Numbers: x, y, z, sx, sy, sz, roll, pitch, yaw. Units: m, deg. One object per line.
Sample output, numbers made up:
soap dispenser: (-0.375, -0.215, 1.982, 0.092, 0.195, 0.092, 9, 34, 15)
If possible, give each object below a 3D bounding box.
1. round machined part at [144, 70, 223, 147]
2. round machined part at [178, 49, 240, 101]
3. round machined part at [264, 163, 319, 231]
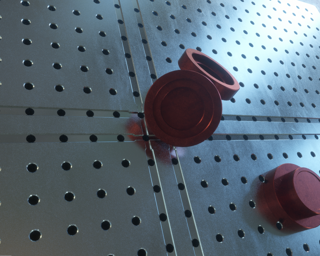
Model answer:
round machined part: (0.029, -0.025, 0.409, 0.099, 0.042, 0.097, 0, 92, -1)
round machined part: (0.067, -0.073, 0.466, 0.098, 0.042, 0.098, 27, 30, -17)
round machined part: (0.205, 0.096, 0.452, 0.099, 0.042, 0.098, 14, 56, -21)
